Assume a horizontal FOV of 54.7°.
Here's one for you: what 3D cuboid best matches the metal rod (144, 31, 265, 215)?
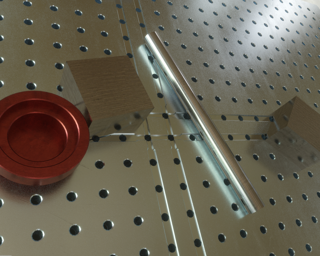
[{"bbox_3d":[0.057,-0.017,0.449,0.025,0.025,0.299,-19,72,-35],"label":"metal rod"}]

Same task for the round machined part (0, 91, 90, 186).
[{"bbox_3d":[-0.127,0.013,0.321,0.099,0.042,0.098,14,56,-21],"label":"round machined part"}]

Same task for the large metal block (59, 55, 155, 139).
[{"bbox_3d":[-0.067,-0.038,0.380,0.081,0.050,0.080,-15,70,-34],"label":"large metal block"}]

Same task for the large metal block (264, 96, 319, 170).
[{"bbox_3d":[0.230,0.008,0.511,0.080,0.050,0.080,38,51,-3],"label":"large metal block"}]
